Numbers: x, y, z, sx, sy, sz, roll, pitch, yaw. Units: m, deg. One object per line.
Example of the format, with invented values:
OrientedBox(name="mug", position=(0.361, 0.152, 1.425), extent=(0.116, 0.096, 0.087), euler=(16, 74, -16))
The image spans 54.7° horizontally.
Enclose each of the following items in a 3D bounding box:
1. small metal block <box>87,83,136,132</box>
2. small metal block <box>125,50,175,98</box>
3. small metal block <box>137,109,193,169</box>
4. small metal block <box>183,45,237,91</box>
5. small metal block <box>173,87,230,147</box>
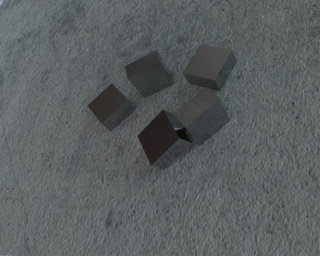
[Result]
OrientedBox(name="small metal block", position=(-0.072, -0.031, 0.461), extent=(0.050, 0.025, 0.050), euler=(-43, 51, -2))
OrientedBox(name="small metal block", position=(-0.014, -0.075, 0.441), extent=(0.050, 0.050, 0.025), euler=(-25, 53, 13))
OrientedBox(name="small metal block", position=(0.005, 0.014, 0.383), extent=(0.050, 0.025, 0.050), euler=(-45, 49, 21))
OrientedBox(name="small metal block", position=(0.067, -0.082, 0.419), extent=(0.050, 0.025, 0.050), euler=(20, 72, 35))
OrientedBox(name="small metal block", position=(0.051, -0.012, 0.369), extent=(0.050, 0.050, 0.025), euler=(-41, 51, 0))
